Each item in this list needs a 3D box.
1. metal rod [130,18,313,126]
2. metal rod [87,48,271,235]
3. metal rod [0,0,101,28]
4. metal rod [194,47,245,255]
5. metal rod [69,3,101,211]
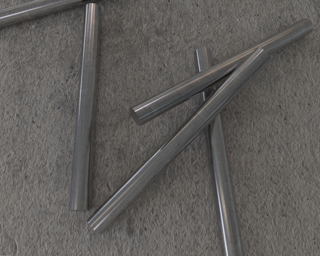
[{"bbox_3d":[0.095,-0.083,0.416,0.302,0.025,0.025,-29,73,-19],"label":"metal rod"},{"bbox_3d":[0.028,0.011,0.384,0.025,0.025,0.300,43,83,14],"label":"metal rod"},{"bbox_3d":[-0.160,-0.191,0.476,0.302,0.025,0.025,-19,71,-7],"label":"metal rod"},{"bbox_3d":[0.074,0.031,0.397,0.025,0.025,0.299,-5,70,-2],"label":"metal rod"},{"bbox_3d":[-0.099,-0.042,0.422,0.025,0.025,0.299,-1,70,-1],"label":"metal rod"}]
